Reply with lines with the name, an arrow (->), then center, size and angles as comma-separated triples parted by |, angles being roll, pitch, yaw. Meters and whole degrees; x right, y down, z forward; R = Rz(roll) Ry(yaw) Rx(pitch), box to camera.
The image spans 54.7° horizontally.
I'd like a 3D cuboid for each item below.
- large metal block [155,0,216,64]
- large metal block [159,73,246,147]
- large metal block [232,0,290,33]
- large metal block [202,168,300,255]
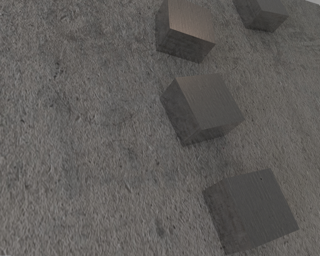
large metal block -> 0.039, -0.161, 0.507 | 0.081, 0.050, 0.080 | 12, 57, -22
large metal block -> 0.058, -0.027, 0.435 | 0.081, 0.050, 0.080 | -12, 68, -33
large metal block -> 0.213, -0.254, 0.657 | 0.081, 0.050, 0.080 | -3, 63, -30
large metal block -> 0.111, 0.102, 0.385 | 0.081, 0.050, 0.080 | -6, 65, -31
